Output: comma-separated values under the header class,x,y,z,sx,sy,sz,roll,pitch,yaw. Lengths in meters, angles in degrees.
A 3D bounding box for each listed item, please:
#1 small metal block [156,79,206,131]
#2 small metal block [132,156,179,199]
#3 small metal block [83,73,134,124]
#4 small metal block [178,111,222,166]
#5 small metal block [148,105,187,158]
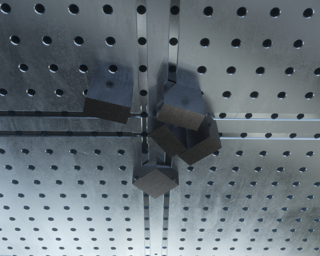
class,x,y,z,sx,sy,sz,roll,pitch,yaw
small metal block,0.024,-0.028,0.372,0.050,0.050,0.025,15,129,-13
small metal block,-0.007,0.077,0.477,0.050,0.025,0.050,-35,122,26
small metal block,-0.060,-0.035,0.365,0.050,0.050,0.025,13,129,-11
small metal block,0.050,0.014,0.407,0.050,0.050,0.025,-34,122,25
small metal block,0.010,0.001,0.396,0.025,0.050,0.050,-27,125,21
